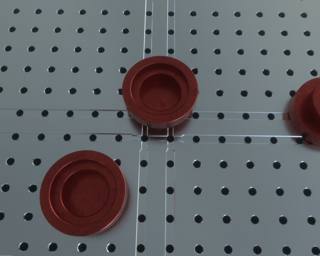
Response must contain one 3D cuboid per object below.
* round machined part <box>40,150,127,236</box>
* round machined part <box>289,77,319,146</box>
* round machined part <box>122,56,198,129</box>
[{"bbox_3d":[-0.088,0.079,0.373,0.099,0.042,0.098,0,70,0],"label":"round machined part"},{"bbox_3d":[0.229,-0.026,0.413,0.099,0.042,0.098,0,70,0],"label":"round machined part"},{"bbox_3d":[0.000,-0.044,0.419,0.099,0.042,0.098,0,70,0],"label":"round machined part"}]
